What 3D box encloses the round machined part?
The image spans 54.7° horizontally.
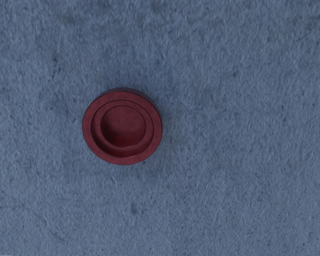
[{"bbox_3d":[-0.046,-0.005,0.398,0.099,0.042,0.097,0,110,-1],"label":"round machined part"}]
